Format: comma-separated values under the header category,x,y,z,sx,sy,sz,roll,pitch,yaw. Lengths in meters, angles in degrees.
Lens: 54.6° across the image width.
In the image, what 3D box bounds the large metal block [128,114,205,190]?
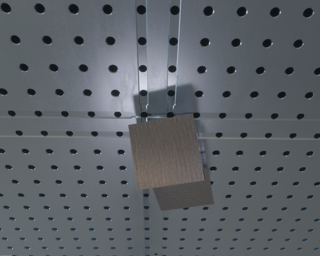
category,x,y,z,sx,sy,sz,roll,pitch,yaw
large metal block,0.010,0.031,0.394,0.080,0.080,0.050,-10,171,8

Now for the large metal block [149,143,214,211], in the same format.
category,x,y,z,sx,sy,sz,roll,pitch,yaw
large metal block,0.032,0.073,0.458,0.080,0.050,0.080,-10,130,8
